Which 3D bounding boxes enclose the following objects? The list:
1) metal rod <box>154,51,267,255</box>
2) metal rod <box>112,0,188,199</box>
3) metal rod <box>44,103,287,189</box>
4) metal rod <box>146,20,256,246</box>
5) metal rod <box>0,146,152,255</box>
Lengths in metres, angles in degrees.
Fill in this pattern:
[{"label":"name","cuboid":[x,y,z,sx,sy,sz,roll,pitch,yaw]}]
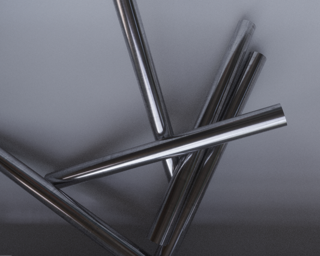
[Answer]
[{"label":"metal rod","cuboid":[0.064,0.038,0.394,0.025,0.025,0.299,26,82,-1]},{"label":"metal rod","cuboid":[-0.009,-0.038,0.370,0.025,0.025,0.298,-17,107,0]},{"label":"metal rod","cuboid":[-0.008,0.029,0.367,0.301,0.025,0.025,-17,90,17]},{"label":"metal rod","cuboid":[0.056,-0.002,0.387,0.025,0.025,0.299,24,80,-1]},{"label":"metal rod","cuboid":[-0.122,0.091,0.378,0.301,0.025,0.025,32,90,12]}]
